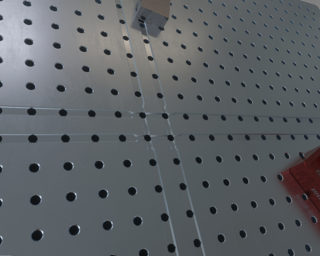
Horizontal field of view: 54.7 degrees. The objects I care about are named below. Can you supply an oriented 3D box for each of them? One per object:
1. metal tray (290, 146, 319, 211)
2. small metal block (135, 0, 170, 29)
[{"bbox_3d":[0.279,0.097,0.496,0.091,0.030,0.130,-25,75,-37],"label":"metal tray"},{"bbox_3d":[-0.011,-0.203,0.526,0.050,0.025,0.050,17,55,-19],"label":"small metal block"}]
